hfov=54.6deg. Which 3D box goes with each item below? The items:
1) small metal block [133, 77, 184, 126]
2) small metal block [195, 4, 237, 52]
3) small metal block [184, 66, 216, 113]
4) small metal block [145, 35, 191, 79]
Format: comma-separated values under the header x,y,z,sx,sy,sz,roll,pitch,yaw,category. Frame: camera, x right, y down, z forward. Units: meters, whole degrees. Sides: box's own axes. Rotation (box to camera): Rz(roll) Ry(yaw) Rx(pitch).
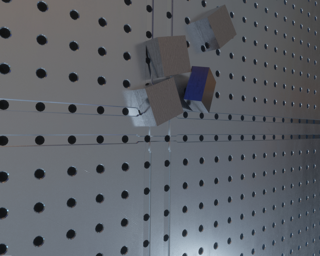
x,y,z,sx,sy,sz,roll,pitch,yaw,category
-0.001,-0.035,0.407,0.050,0.025,0.050,-28,108,-36,small metal block
0.087,-0.155,0.481,0.050,0.025,0.050,-43,116,-31,small metal block
0.058,-0.054,0.443,0.050,0.025,0.050,39,63,-64,small metal block
0.012,-0.096,0.418,0.050,0.025,0.050,-17,101,-38,small metal block
